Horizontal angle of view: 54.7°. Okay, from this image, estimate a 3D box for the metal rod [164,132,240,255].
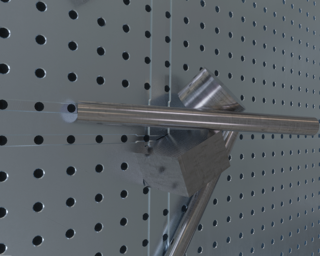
[{"bbox_3d":[0.053,0.117,0.453,0.025,0.025,0.300,44,63,-31],"label":"metal rod"}]

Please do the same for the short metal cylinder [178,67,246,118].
[{"bbox_3d":[0.071,-0.038,0.424,0.080,0.080,0.050,33,111,-35],"label":"short metal cylinder"}]

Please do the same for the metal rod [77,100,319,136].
[{"bbox_3d":[0.057,-0.010,0.375,0.302,0.025,0.025,3,88,-14],"label":"metal rod"}]

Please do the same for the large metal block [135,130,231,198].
[{"bbox_3d":[0.029,0.040,0.398,0.081,0.080,0.050,-27,108,-37],"label":"large metal block"}]

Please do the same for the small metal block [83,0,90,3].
[{"bbox_3d":[-0.077,-0.177,0.344,0.050,0.025,0.050,-51,120,-28],"label":"small metal block"}]
